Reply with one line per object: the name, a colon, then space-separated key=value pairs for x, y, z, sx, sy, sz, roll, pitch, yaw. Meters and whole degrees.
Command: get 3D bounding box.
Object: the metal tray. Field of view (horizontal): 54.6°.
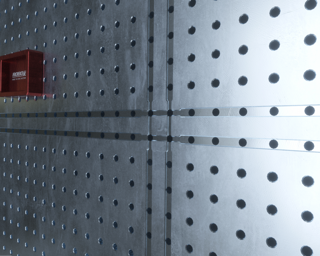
metal tray: x=-0.295 y=-0.111 z=0.651 sx=0.130 sy=0.030 sz=0.090 roll=2 pitch=92 yaw=40
